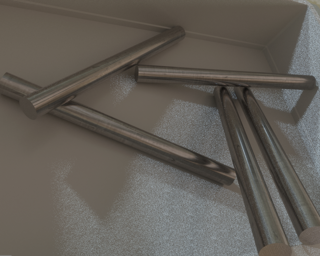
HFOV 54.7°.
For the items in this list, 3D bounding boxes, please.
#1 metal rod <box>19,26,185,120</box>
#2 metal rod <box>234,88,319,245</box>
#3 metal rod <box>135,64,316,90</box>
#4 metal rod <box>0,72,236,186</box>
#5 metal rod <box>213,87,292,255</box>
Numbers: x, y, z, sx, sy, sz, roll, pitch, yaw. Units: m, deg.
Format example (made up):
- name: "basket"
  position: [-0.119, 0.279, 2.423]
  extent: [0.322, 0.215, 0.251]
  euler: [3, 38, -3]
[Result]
- name: "metal rod"
  position: [-0.050, -0.089, 0.413]
  extent: [0.025, 0.025, 0.302]
  euler: [46, 45, 3]
- name: "metal rod"
  position: [0.135, 0.013, 0.396]
  extent: [0.025, 0.025, 0.300]
  euler: [24, 30, -14]
- name: "metal rod"
  position: [0.111, -0.077, 0.481]
  extent: [0.302, 0.025, 0.025]
  euler: [0, 61, -18]
- name: "metal rod"
  position: [-0.039, 0.008, 0.379]
  extent: [0.302, 0.025, 0.025]
  euler: [23, 53, -14]
- name: "metal rod"
  position: [0.093, 0.019, 0.367]
  extent: [0.025, 0.025, 0.300]
  euler: [25, 29, -13]
